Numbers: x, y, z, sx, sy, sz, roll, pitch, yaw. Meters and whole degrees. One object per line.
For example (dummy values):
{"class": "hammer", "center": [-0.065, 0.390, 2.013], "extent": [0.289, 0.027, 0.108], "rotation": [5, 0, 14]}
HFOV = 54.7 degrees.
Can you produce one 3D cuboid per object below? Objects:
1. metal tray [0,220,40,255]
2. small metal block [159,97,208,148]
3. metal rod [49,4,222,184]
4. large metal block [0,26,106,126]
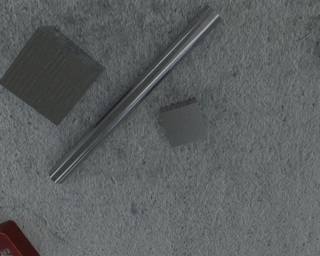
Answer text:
{"class": "metal tray", "center": [-0.265, 0.206, 0.479], "extent": [0.130, 0.030, 0.090], "rotation": [-23, 109, 8]}
{"class": "small metal block", "center": [0.031, -0.007, 0.408], "extent": [0.050, 0.025, 0.050], "rotation": [-17, 110, 6]}
{"class": "metal rod", "center": [-0.041, -0.033, 0.396], "extent": [0.025, 0.025, 0.299], "rotation": [42, 104, -14]}
{"class": "large metal block", "center": [-0.126, -0.063, 0.371], "extent": [0.080, 0.050, 0.080], "rotation": [39, 105, -14]}
